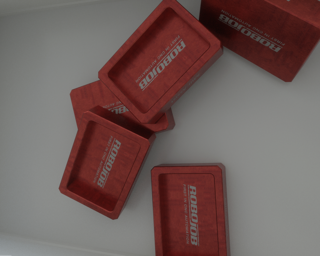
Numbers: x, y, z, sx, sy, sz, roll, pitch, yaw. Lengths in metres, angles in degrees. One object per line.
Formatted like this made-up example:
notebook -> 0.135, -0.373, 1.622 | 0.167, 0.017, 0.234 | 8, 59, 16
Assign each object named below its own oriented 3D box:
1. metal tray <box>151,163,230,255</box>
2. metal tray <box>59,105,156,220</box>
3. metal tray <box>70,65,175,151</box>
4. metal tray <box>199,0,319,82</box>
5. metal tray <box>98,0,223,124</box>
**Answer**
metal tray -> 0.039, 0.111, 0.393 | 0.090, 0.030, 0.129 | -4, 89, 19
metal tray -> -0.071, 0.047, 0.406 | 0.090, 0.030, 0.129 | 26, 112, 5
metal tray -> -0.053, -0.026, 0.426 | 0.130, 0.030, 0.090 | -16, 85, 19
metal tray -> 0.106, -0.115, 0.337 | 0.130, 0.090, 0.030 | 36, 71, 16
metal tray -> 0.000, -0.079, 0.375 | 0.130, 0.030, 0.090 | -45, 78, 11
